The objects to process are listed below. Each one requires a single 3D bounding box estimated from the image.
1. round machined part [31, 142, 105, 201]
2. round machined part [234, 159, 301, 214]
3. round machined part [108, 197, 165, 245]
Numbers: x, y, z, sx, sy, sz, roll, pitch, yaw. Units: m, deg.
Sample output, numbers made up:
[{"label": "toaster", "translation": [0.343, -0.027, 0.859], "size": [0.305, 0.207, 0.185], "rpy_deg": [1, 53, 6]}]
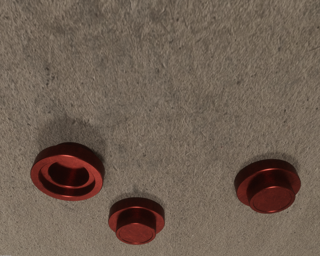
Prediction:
[{"label": "round machined part", "translation": [-0.128, 0.058, 0.444], "size": [0.099, 0.042, 0.097], "rpy_deg": [-1, 130, 0]}, {"label": "round machined part", "translation": [0.169, 0.097, 0.481], "size": [0.099, 0.042, 0.097], "rpy_deg": [-1, 130, 0]}, {"label": "round machined part", "translation": [-0.041, 0.167, 0.538], "size": [0.099, 0.042, 0.097], "rpy_deg": [-1, 130, 0]}]
